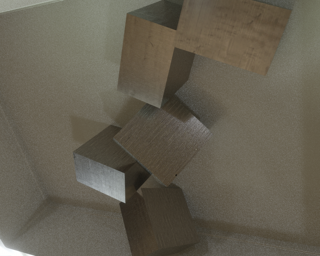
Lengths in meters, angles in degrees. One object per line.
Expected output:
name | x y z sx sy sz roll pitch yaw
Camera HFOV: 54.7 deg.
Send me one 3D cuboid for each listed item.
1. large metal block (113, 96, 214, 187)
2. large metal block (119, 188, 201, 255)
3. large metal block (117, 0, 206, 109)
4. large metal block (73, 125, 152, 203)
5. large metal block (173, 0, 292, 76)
large metal block | 0.002 0.012 0.370 0.080 0.080 0.050 43 168 -2
large metal block | -0.001 0.131 0.430 0.050 0.081 0.080 -40 55 33
large metal block | 0.002 -0.079 0.322 0.050 0.080 0.079 24 127 14
large metal block | -0.058 0.045 0.426 0.080 0.080 0.050 18 125 23
large metal block | 0.068 -0.090 0.276 0.080 0.080 0.050 22 117 14
